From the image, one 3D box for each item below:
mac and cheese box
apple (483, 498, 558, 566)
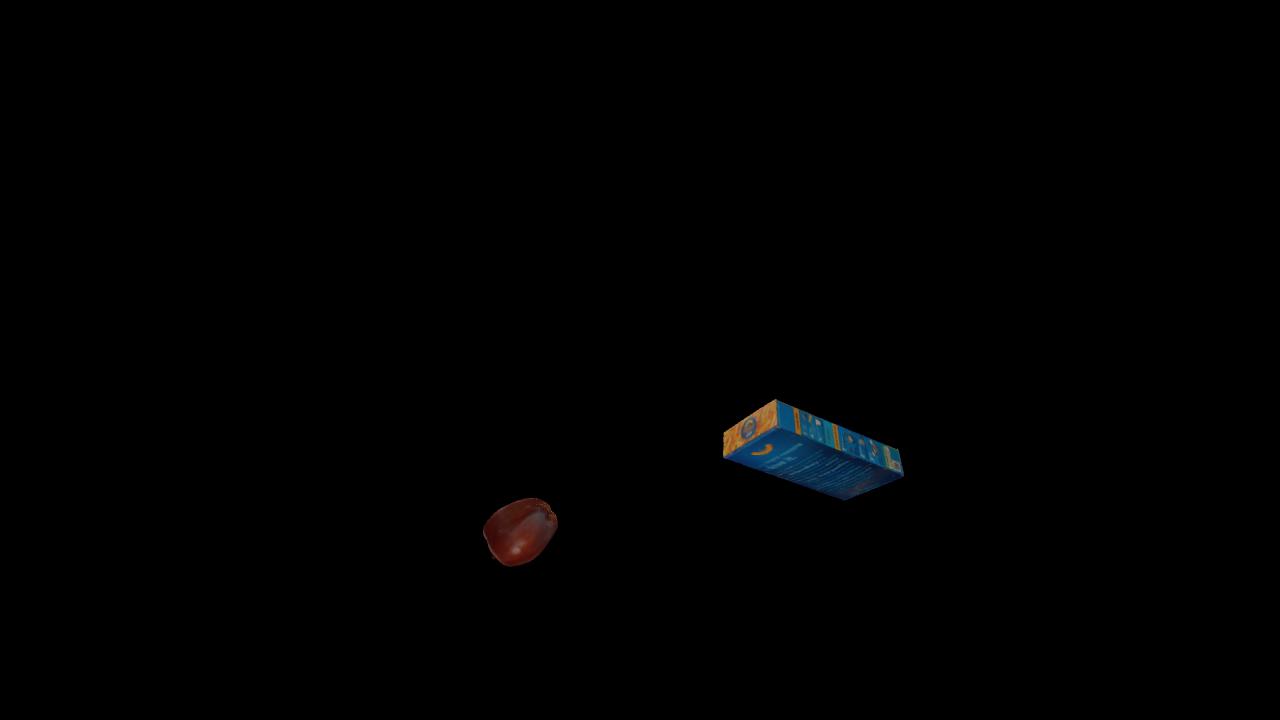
[{"bbox_3d":[0.195,0.106,0.693,0.184,0.041,0.093,23,-38,-23],"label":"mac and cheese box"},{"bbox_3d":[-0.149,0.217,0.772,0.093,0.079,0.079,-36,4,-5],"label":"apple"}]
